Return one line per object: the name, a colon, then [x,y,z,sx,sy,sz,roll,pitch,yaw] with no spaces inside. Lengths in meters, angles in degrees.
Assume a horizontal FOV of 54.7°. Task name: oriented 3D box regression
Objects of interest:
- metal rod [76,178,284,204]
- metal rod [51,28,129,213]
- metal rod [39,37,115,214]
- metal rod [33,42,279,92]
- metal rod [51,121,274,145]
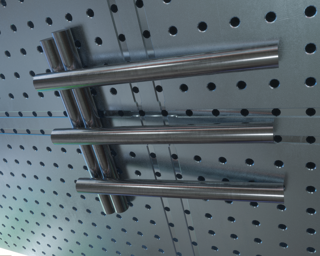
metal rod: [0.013,0.086,0.437,0.301,0.025,0.025,-2,118,22]
metal rod: [-0.096,0.005,0.462,0.025,0.025,0.298,1,119,27]
metal rod: [-0.117,0.012,0.477,0.025,0.025,0.298,1,119,27]
metal rod: [-0.022,-0.066,0.362,0.301,0.025,0.025,-2,118,22]
metal rod: [-0.013,0.009,0.402,0.301,0.025,0.025,-2,118,21]
